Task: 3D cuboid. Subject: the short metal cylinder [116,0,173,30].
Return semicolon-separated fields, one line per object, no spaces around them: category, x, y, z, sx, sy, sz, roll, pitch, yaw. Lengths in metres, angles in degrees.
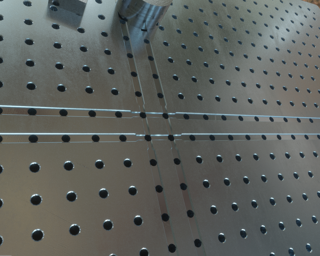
short metal cylinder;-0.026;-0.209;0.506;0.081;0.050;0.080;14;56;-21

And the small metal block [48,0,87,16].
small metal block;-0.132;-0.201;0.459;0.050;0.025;0.050;17;55;-19
